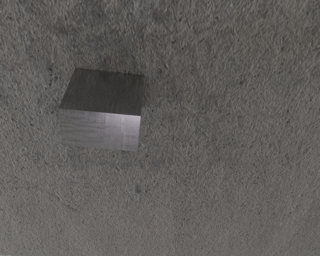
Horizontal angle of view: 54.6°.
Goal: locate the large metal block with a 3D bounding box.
[{"bbox_3d":[-0.062,-0.022,0.351,0.080,0.080,0.050,5,130,-5],"label":"large metal block"}]
